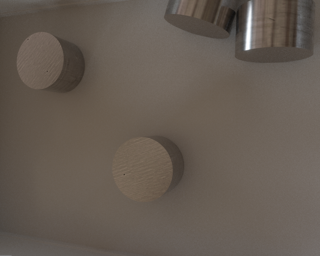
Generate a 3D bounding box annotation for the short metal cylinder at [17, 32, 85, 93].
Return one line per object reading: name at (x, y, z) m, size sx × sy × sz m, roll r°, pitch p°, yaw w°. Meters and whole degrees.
short metal cylinder at (-0.159, -0.094, 0.453) m, size 0.080 × 0.050 × 0.080 m, roll 0°, pitch 90°, yaw 20°

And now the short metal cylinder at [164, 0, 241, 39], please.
short metal cylinder at (0.050, -0.143, 0.363) m, size 0.080 × 0.080 × 0.050 m, roll 19°, pitch 97°, yaw 19°

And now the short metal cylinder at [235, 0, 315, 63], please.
short metal cylinder at (0.124, -0.104, 0.337) m, size 0.080 × 0.080 × 0.050 m, roll 2°, pitch 91°, yaw 20°

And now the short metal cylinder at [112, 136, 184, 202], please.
short metal cylinder at (-0.014, 0.051, 0.402) m, size 0.080 × 0.050 × 0.080 m, roll 0°, pitch 90°, yaw 20°
